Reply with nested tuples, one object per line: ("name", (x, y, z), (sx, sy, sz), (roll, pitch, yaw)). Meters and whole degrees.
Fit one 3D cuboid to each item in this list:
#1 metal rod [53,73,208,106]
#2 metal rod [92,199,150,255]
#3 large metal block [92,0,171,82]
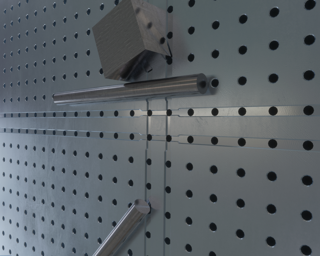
("metal rod", (-0.065, -0.053, 0.463), (0.300, 0.025, 0.025), (0, 90, 40))
("metal rod", (-0.103, 0.218, 0.494), (0.025, 0.025, 0.298), (50, 119, 28))
("large metal block", (-0.041, -0.119, 0.427), (0.080, 0.050, 0.080), (-26, 74, 37))
